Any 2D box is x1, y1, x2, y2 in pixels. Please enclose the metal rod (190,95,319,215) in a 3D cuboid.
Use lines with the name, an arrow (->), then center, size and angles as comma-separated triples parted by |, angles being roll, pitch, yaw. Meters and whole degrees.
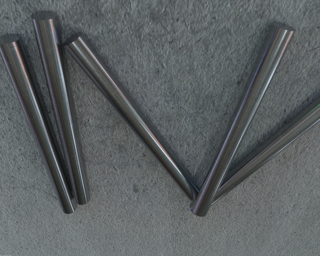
metal rod -> 0.143, 0.042, 0.445 | 0.025, 0.025, 0.298 | 27, 125, -21

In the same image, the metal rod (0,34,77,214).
metal rod -> -0.155, 0.020, 0.421 | 0.025, 0.025, 0.298 | -2, 130, 1

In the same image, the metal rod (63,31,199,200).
metal rod -> -0.019, 0.005, 0.411 | 0.025, 0.025, 0.300 | -23, 127, 18

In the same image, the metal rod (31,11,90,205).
metal rod -> -0.121, 0.001, 0.406 | 0.025, 0.025, 0.298 | 1, 130, -2

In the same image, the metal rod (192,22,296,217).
metal rod -> 0.096, 0.013, 0.405 | 0.025, 0.025, 0.298 | 9, 125, -9
